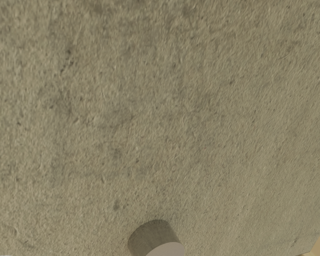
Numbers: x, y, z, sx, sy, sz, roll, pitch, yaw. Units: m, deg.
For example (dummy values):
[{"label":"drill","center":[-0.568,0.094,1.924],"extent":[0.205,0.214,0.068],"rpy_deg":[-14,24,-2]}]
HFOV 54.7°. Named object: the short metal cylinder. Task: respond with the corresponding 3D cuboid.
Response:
[{"label":"short metal cylinder","center":[-0.007,0.200,0.512],"extent":[0.081,0.050,0.079],"rpy_deg":[-14,125,-21]}]
